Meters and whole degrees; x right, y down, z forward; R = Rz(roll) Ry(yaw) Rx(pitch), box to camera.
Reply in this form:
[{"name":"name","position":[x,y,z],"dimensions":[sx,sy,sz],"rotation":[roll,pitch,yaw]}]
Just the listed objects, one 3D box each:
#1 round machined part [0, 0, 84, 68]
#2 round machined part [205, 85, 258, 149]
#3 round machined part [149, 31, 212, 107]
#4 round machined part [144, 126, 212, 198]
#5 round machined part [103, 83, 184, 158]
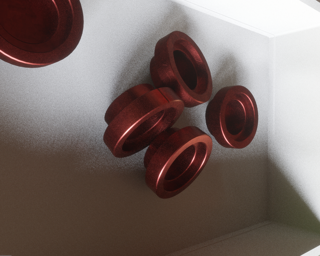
[{"name":"round machined part","position":[-0.126,-0.105,0.290],"dimensions":[0.099,0.042,0.097],"rotation":[0,90,-40]},{"name":"round machined part","position":[0.110,-0.017,0.491],"dimensions":[0.099,0.042,0.097],"rotation":[0,90,-40]},{"name":"round machined part","position":[0.024,-0.072,0.404],"dimensions":[0.098,0.042,0.098],"rotation":[28,52,-43]},{"name":"round machined part","position":[0.018,0.038,0.394],"dimensions":[0.099,0.042,0.097],"rotation":[-32,143,-28]},{"name":"round machined part","position":[-0.023,-0.013,0.354],"dimensions":[0.099,0.097,0.042],"rotation":[-26,69,-37]}]
